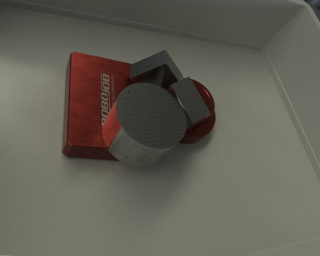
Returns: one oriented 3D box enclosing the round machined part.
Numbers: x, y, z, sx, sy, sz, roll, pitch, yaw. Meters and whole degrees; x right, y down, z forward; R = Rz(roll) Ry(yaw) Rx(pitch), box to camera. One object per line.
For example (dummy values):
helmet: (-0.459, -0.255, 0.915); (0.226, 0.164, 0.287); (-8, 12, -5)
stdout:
round machined part: (0.037, -0.031, 0.432); (0.099, 0.042, 0.098); (14, 56, -21)

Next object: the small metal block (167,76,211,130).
small metal block: (0.030, -0.026, 0.371); (0.025, 0.050, 0.050); (-27, 83, -18)

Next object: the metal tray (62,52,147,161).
metal tray: (-0.068, -0.027, 0.378); (0.091, 0.030, 0.130); (8, 58, -25)

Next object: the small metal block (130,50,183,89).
small metal block: (-0.003, -0.065, 0.394); (0.050, 0.050, 0.025); (47, 32, -46)

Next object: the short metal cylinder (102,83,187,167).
short metal cylinder: (-0.018, -0.003, 0.342); (0.081, 0.050, 0.080); (14, 56, -21)
